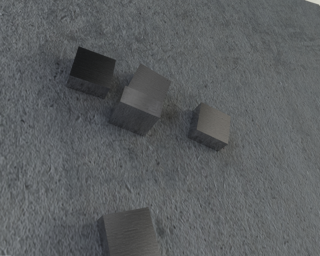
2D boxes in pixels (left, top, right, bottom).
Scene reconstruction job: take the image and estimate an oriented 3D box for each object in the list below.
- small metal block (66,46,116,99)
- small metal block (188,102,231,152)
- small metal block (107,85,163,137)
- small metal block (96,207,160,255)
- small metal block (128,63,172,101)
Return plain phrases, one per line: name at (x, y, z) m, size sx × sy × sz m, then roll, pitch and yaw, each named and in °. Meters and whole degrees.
small metal block at (-0.088, -0.071, 0.399) m, size 0.050 × 0.025 × 0.050 m, roll 17°, pitch 55°, yaw -18°
small metal block at (0.071, -0.002, 0.443) m, size 0.050 × 0.025 × 0.050 m, roll 25°, pitch 53°, yaw -13°
small metal block at (-0.031, -0.019, 0.383) m, size 0.050 × 0.050 × 0.025 m, roll 22°, pitch 54°, yaw -15°
small metal block at (-0.033, 0.113, 0.317) m, size 0.050 × 0.025 × 0.050 m, roll -2°, pitch 63°, yaw -29°
small metal block at (-0.018, -0.053, 0.427) m, size 0.050 × 0.025 × 0.050 m, roll 29°, pitch 52°, yaw -10°
